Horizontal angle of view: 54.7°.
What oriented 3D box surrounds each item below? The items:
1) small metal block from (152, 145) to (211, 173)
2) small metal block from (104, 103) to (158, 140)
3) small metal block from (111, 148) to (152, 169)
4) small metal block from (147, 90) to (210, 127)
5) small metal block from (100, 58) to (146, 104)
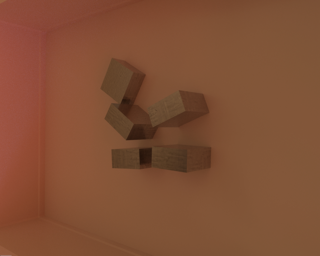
[{"bbox_3d":[0.026,0.035,0.368,0.050,0.050,0.025,3,92,39],"label":"small metal block"},{"bbox_3d":[-0.038,-0.009,0.419,0.050,0.050,0.025,41,115,32],"label":"small metal block"},{"bbox_3d":[-0.028,0.039,0.412,0.050,0.050,0.025,-4,88,39],"label":"small metal block"},{"bbox_3d":[0.022,-0.021,0.371,0.050,0.050,0.025,-26,74,36],"label":"small metal block"},{"bbox_3d":[-0.054,-0.067,0.449,0.050,0.025,0.050,38,113,33],"label":"small metal block"}]
